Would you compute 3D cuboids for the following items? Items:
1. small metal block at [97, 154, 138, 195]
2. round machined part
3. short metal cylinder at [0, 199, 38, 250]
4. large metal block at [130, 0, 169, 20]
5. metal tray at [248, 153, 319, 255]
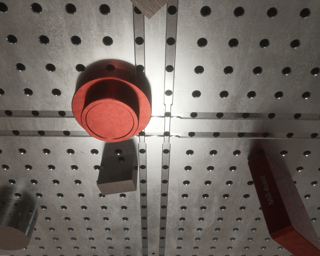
[{"bbox_3d":[-0.060,0.067,0.452,0.050,0.050,0.025,-9,130,7],"label":"small metal block"},{"bbox_3d":[-0.059,-0.020,0.382,0.099,0.042,0.097,-1,130,0],"label":"round machined part"},{"bbox_3d":[-0.259,0.168,0.534,0.081,0.050,0.079,0,130,0],"label":"short metal cylinder"},{"bbox_3d":[-0.008,-0.157,0.262,0.080,0.050,0.080,-36,122,26],"label":"large metal block"},{"bbox_3d":[0.174,0.108,0.437,0.030,0.130,0.090,-36,122,26],"label":"metal tray"}]
